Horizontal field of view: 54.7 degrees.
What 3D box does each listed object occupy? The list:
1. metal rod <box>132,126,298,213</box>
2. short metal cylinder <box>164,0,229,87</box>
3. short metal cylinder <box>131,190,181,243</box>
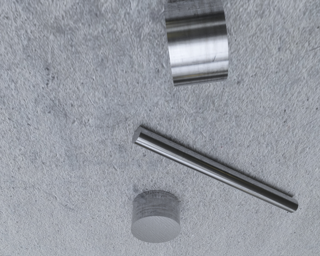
[{"bbox_3d":[0.096,0.070,0.468,0.302,0.025,0.025,26,125,-21],"label":"metal rod"},{"bbox_3d":[0.034,-0.082,0.302,0.050,0.080,0.080,-7,130,5],"label":"short metal cylinder"},{"bbox_3d":[-0.007,0.149,0.517,0.081,0.050,0.079,0,130,0],"label":"short metal cylinder"}]
